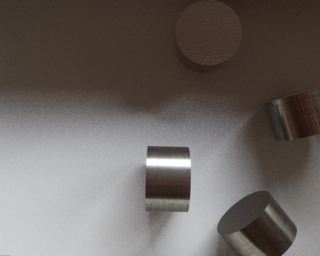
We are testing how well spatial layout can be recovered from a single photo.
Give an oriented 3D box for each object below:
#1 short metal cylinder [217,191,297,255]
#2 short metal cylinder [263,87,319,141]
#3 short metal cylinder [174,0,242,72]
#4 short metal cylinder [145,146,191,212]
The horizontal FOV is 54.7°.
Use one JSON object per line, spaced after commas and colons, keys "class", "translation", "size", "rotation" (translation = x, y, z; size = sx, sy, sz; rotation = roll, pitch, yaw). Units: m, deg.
{"class": "short metal cylinder", "translation": [0.119, 0.124, 0.386], "size": [0.080, 0.080, 0.050], "rotation": [-39, 90, 0]}
{"class": "short metal cylinder", "translation": [0.177, -0.019, 0.386], "size": [0.080, 0.080, 0.050], "rotation": [-17, 90, 0]}
{"class": "short metal cylinder", "translation": [0.059, -0.116, 0.400], "size": [0.081, 0.050, 0.079], "rotation": [0, 90, -1]}
{"class": "short metal cylinder", "translation": [0.009, 0.063, 0.384], "size": [0.050, 0.080, 0.079], "rotation": [1, 90, 0]}
